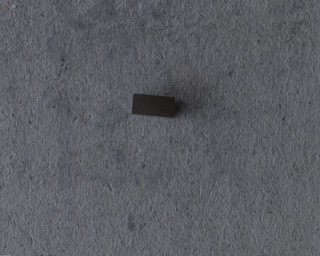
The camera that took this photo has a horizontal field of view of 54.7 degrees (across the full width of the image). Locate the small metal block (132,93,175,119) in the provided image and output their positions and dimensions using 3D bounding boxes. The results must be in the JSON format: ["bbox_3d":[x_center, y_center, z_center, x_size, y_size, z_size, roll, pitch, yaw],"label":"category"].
[{"bbox_3d":[-0.008,-0.027,0.398,0.050,0.050,0.025,5,90,-1],"label":"small metal block"}]
